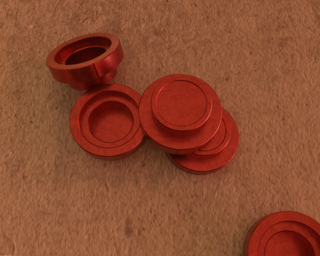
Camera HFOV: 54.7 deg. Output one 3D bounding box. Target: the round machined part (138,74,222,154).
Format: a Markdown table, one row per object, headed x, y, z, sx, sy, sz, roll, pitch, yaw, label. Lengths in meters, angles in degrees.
| x | y | z | sx | sy | sz | roll | pitch | yaw | label |
| --- | --- | --- | --- | --- | --- | --- | --- | --- | --- |
| 0.024 | -0.021 | 0.363 | 0.099 | 0.042 | 0.098 | 0 | 70 | -1 | round machined part |

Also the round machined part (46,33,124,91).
| x | y | z | sx | sy | sz | roll | pitch | yaw | label |
| --- | --- | --- | --- | --- | --- | --- | --- | --- | --- |
| -0.096 | -0.086 | 0.414 | 0.098 | 0.042 | 0.098 | -8 | 40 | 7 | round machined part |

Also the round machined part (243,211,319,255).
| x | y | z | sx | sy | sz | roll | pitch | yaw | label |
| --- | --- | --- | --- | --- | --- | --- | --- | --- | --- |
| 0.142 | 0.145 | 0.348 | 0.099 | 0.042 | 0.098 | 0 | 70 | -1 | round machined part |

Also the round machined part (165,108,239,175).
| x | y | z | sx | sy | sz | roll | pitch | yaw | label |
| --- | --- | --- | --- | --- | --- | --- | --- | --- | --- |
| 0.053 | 0.008 | 0.397 | 0.099 | 0.042 | 0.098 | 0 | 70 | -1 | round machined part |

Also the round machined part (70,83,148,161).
| x | y | z | sx | sy | sz | roll | pitch | yaw | label |
| --- | --- | --- | --- | --- | --- | --- | --- | --- | --- |
| -0.062 | -0.005 | 0.400 | 0.099 | 0.042 | 0.098 | 0 | 70 | -1 | round machined part |
